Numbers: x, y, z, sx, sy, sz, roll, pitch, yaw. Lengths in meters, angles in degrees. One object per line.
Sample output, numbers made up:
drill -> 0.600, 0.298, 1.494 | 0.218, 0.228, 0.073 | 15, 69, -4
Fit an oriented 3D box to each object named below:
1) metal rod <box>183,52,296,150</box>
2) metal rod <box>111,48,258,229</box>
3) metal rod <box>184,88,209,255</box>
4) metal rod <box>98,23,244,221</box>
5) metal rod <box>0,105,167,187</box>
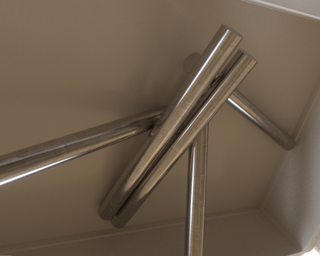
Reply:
metal rod -> 0.132, -0.022, 0.447 | 0.301, 0.025, 0.025 | 28, 103, -44
metal rod -> 0.016, 0.031, 0.396 | 0.025, 0.025, 0.298 | 16, 122, -35
metal rod -> 0.048, 0.081, 0.406 | 0.025, 0.025, 0.298 | 0, 94, -29
metal rod -> -0.003, 0.014, 0.372 | 0.025, 0.025, 0.298 | 13, 125, -34
metal rod -> -0.094, 0.021, 0.300 | 0.302, 0.025, 0.025 | -21, 130, -44
